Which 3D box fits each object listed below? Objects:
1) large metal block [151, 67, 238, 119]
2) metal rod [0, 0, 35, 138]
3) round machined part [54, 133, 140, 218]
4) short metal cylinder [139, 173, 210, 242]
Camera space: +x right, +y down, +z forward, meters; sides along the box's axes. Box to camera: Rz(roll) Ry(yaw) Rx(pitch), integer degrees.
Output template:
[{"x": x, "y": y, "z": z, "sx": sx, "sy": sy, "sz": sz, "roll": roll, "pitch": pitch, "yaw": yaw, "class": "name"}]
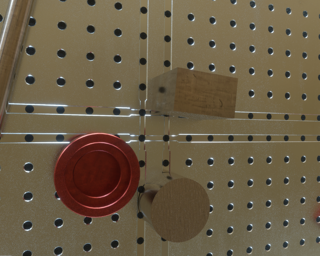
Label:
[{"x": 0.041, "y": -0.040, "z": 0.400, "sx": 0.081, "sy": 0.080, "sz": 0.050, "roll": 6, "pitch": 88, "yaw": -20, "class": "large metal block"}, {"x": -0.160, "y": -0.136, "z": 0.353, "sx": 0.025, "sy": 0.025, "sz": 0.298, "roll": 14, "pitch": 85, "yaw": -20, "class": "metal rod"}, {"x": -0.077, "y": 0.054, "z": 0.376, "sx": 0.099, "sy": 0.042, "sz": 0.097, "roll": 0, "pitch": 90, "yaw": -21, "class": "round machined part"}, {"x": 0.018, "y": 0.102, "z": 0.407, "sx": 0.081, "sy": 0.050, "sz": 0.079, "roll": 0, "pitch": 90, "yaw": -21, "class": "short metal cylinder"}]
